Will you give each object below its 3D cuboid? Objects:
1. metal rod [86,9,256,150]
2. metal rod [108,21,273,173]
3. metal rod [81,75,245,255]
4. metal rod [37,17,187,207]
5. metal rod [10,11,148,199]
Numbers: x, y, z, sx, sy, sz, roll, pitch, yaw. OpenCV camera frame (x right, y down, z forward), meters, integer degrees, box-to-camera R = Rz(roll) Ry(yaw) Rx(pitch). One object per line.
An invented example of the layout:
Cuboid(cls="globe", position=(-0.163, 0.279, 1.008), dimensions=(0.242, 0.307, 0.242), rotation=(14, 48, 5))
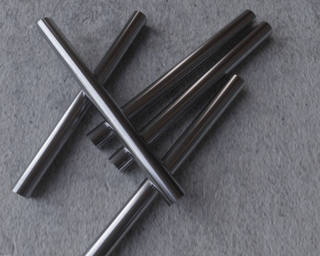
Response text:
Cuboid(cls="metal rod", position=(0.024, -0.075, 0.435), dimensions=(0.301, 0.025, 0.025), rotation=(-40, 75, -14))
Cuboid(cls="metal rod", position=(0.051, -0.051, 0.427), dimensions=(0.301, 0.025, 0.025), rotation=(-42, 76, -14))
Cuboid(cls="metal rod", position=(0.014, 0.044, 0.392), dimensions=(0.025, 0.025, 0.301), rotation=(37, 74, 12))
Cuboid(cls="metal rod", position=(-0.070, -0.031, 0.390), dimensions=(0.025, 0.025, 0.300), rotation=(-35, 74, -12))
Cuboid(cls="metal rod", position=(-0.100, -0.044, 0.422), dimensions=(0.025, 0.025, 0.300), rotation=(27, 72, 9))
